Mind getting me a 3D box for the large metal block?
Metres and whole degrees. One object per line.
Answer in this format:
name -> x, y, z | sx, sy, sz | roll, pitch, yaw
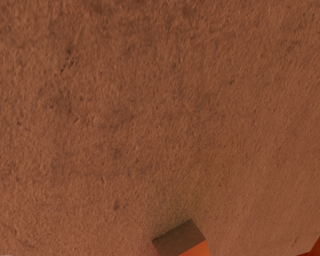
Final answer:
large metal block -> 0.040, 0.222, 0.553 | 0.080, 0.050, 0.080 | -25, 128, -13
